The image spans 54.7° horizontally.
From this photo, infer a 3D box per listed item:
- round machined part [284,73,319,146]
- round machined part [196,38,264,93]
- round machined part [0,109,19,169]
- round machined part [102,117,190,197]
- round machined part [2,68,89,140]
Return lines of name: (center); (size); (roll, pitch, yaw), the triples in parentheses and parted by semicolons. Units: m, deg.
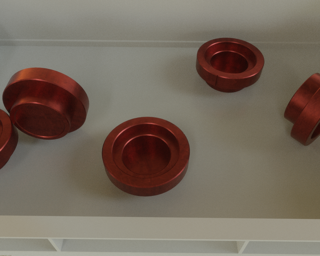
round machined part: (0.193, -0.029, 0.383); (0.099, 0.097, 0.042); (-34, 58, -25)
round machined part: (0.104, -0.092, 0.472); (0.099, 0.042, 0.098); (0, 50, 0)
round machined part: (-0.221, 0.022, 0.373); (0.099, 0.042, 0.098); (0, 51, 0)
round machined part: (-0.015, 0.036, 0.363); (0.099, 0.042, 0.098); (0, 50, 0)
round machined part: (-0.139, -0.022, 0.375); (0.099, 0.097, 0.042); (2, 50, 1)
